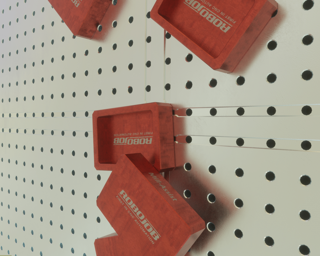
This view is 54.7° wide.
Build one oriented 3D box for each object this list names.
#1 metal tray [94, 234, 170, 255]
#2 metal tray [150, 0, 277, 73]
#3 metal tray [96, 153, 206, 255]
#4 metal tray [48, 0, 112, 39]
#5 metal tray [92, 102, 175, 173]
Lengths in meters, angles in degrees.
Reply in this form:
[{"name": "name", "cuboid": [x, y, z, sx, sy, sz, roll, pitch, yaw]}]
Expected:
[{"name": "metal tray", "cuboid": [-0.033, 0.190, 0.431, 0.130, 0.030, 0.090, -24, 75, 37]}, {"name": "metal tray", "cuboid": [0.055, -0.136, 0.359, 0.130, 0.030, 0.089, 48, 118, 29]}, {"name": "metal tray", "cuboid": [-0.018, 0.104, 0.379, 0.130, 0.030, 0.089, 44, 116, 31]}, {"name": "metal tray", "cuboid": [-0.138, -0.223, 0.517, 0.130, 0.030, 0.090, 52, 120, 27]}, {"name": "metal tray", "cuboid": [-0.041, 0.015, 0.437, 0.130, 0.030, 0.089, -4, 87, 39]}]
